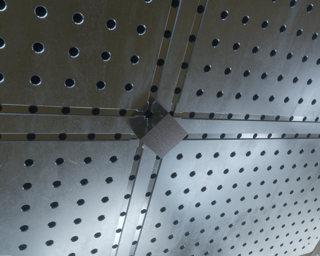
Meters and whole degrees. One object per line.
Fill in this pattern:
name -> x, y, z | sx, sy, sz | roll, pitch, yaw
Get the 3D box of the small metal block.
small metal block -> 0.001, 0.006, 0.415 | 0.050, 0.025, 0.050 | -44, 130, 2
